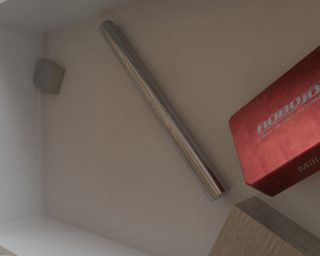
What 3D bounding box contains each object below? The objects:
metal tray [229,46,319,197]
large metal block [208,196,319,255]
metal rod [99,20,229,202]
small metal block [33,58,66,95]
[{"bbox_3d":[0.125,-0.010,0.270,0.129,0.030,0.090,-43,31,31],"label":"metal tray"},{"bbox_3d":[0.101,0.127,0.306,0.080,0.050,0.079,33,110,34],"label":"large metal block"},{"bbox_3d":[-0.007,-0.038,0.410,0.025,0.025,0.299,-47,62,29],"label":"metal rod"},{"bbox_3d":[-0.205,-0.095,0.573,0.050,0.025,0.050,34,111,34],"label":"small metal block"}]
